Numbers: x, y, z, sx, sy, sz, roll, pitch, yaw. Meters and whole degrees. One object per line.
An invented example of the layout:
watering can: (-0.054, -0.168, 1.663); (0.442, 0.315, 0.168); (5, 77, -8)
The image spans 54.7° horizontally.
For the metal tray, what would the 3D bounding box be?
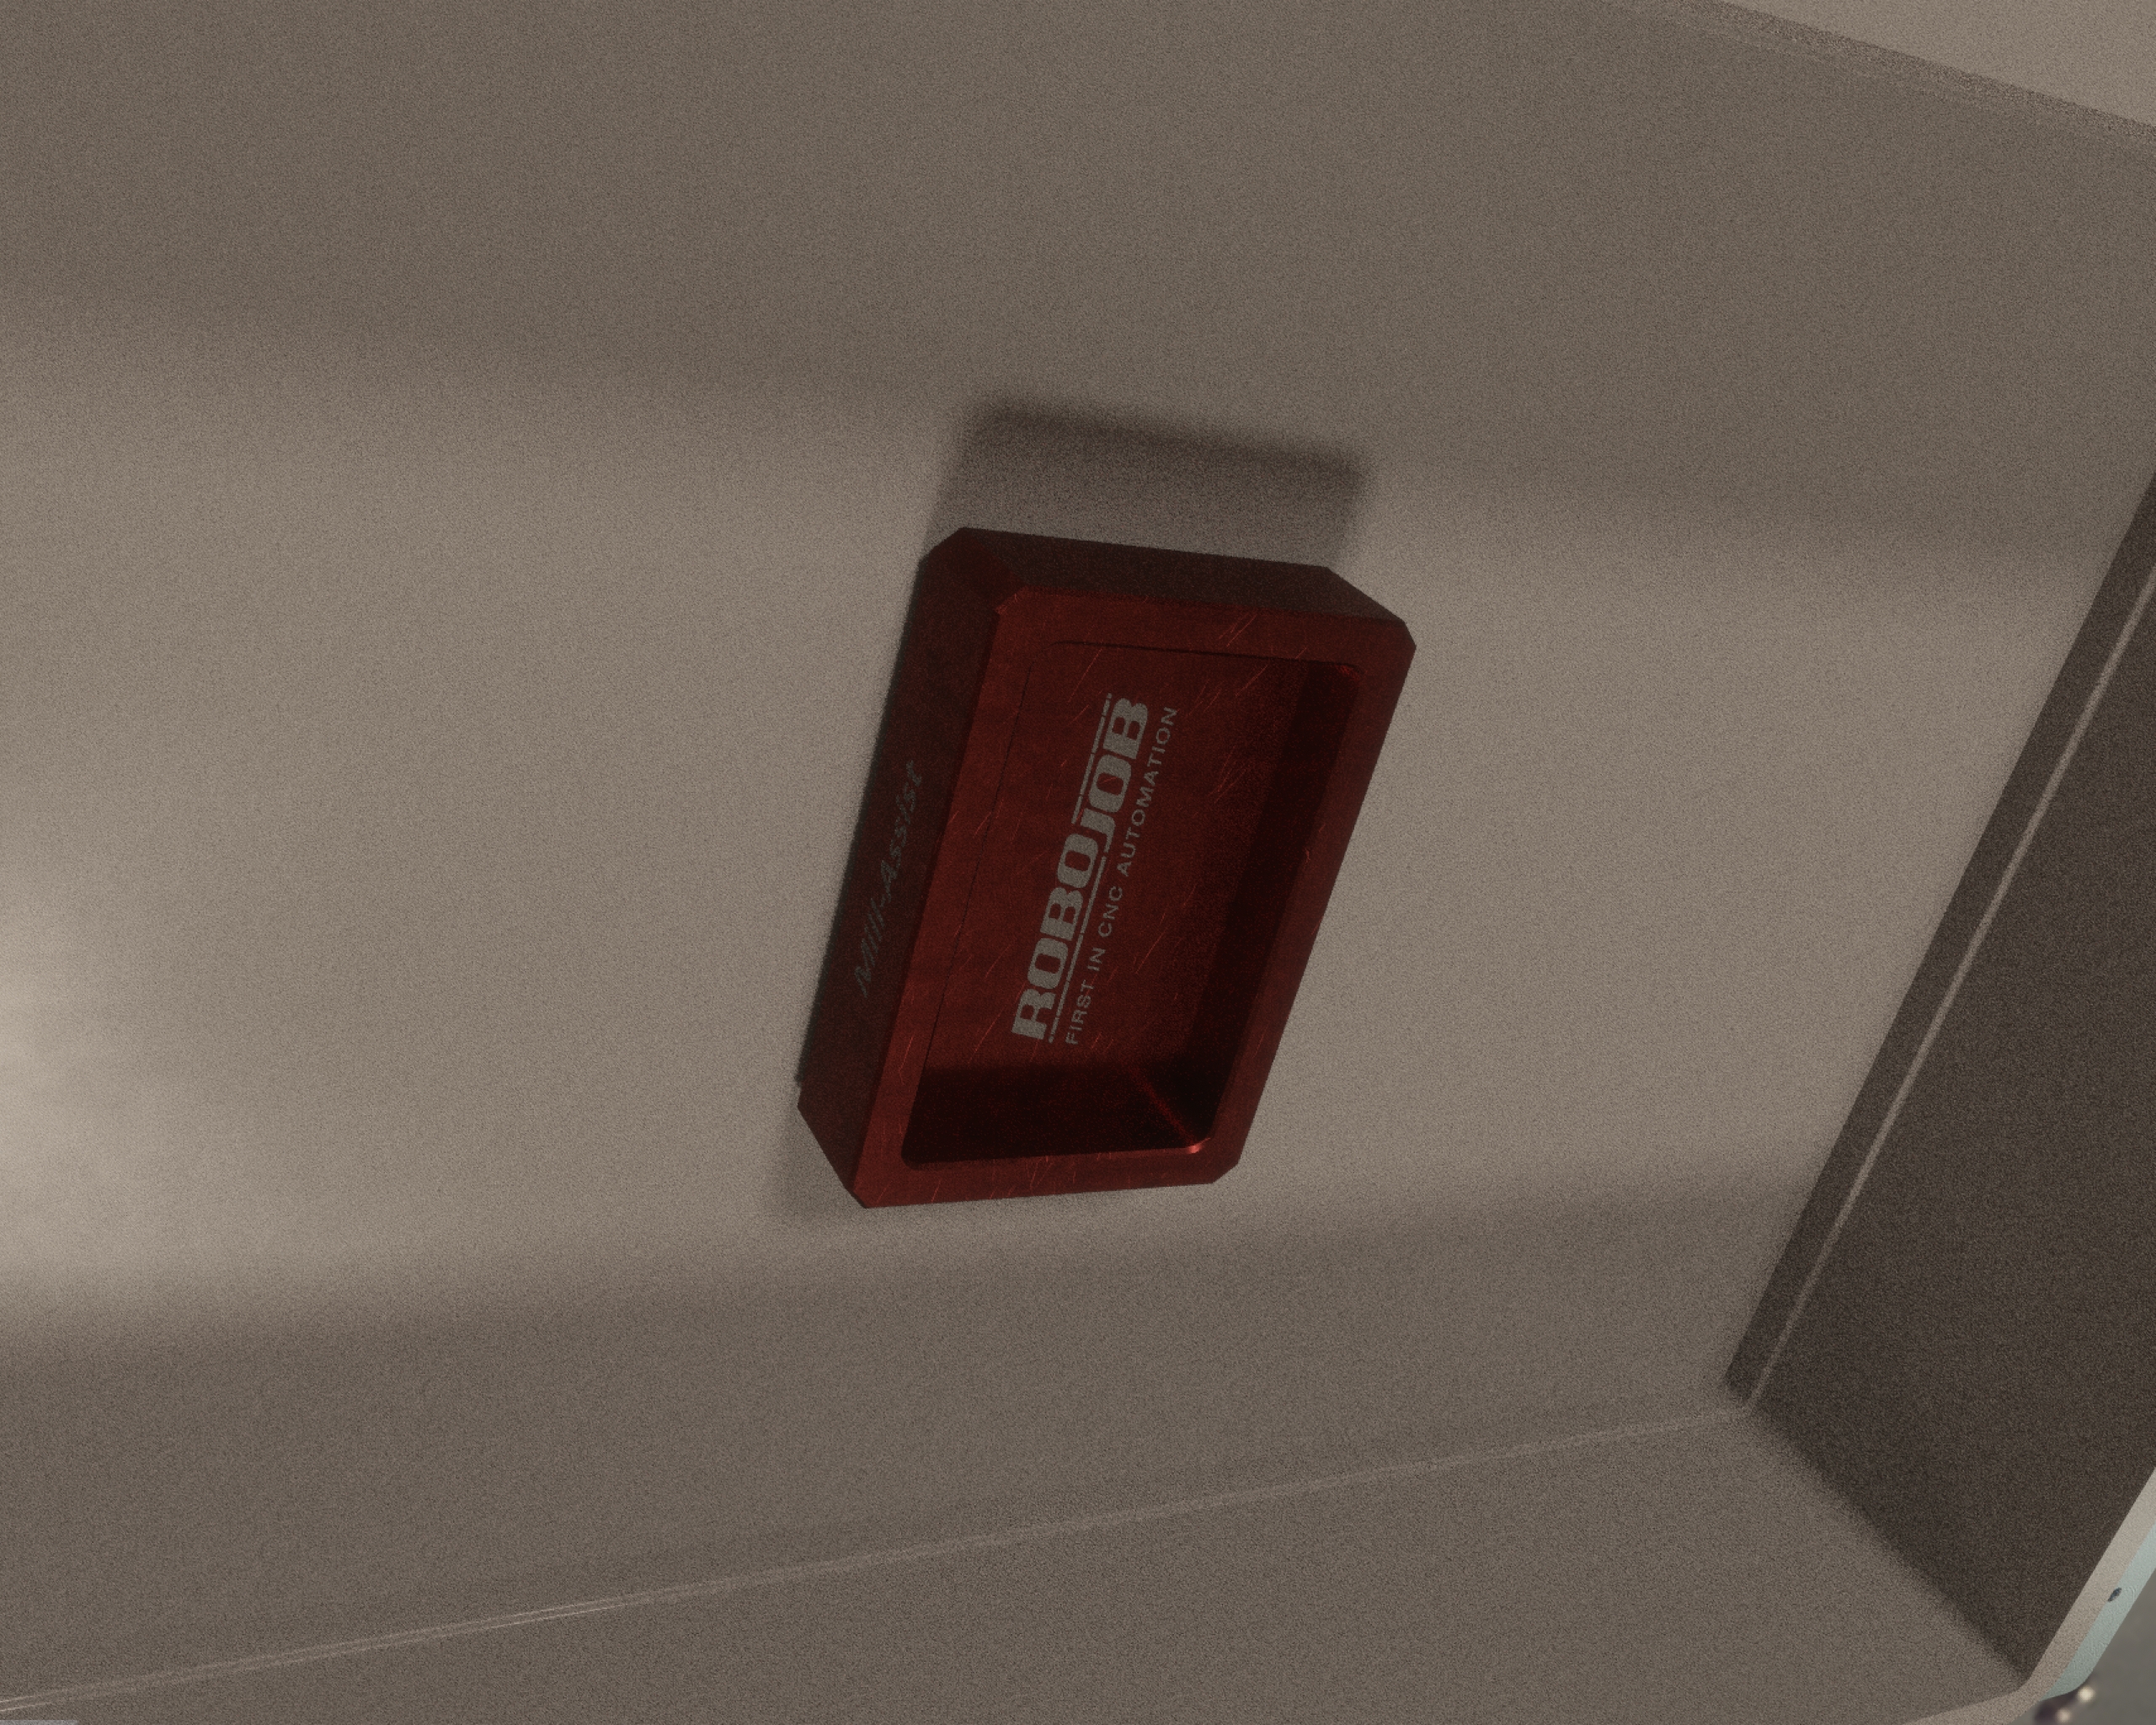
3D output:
metal tray: (0.004, 0.004, 0.408); (0.091, 0.030, 0.129); (1, 118, -30)
